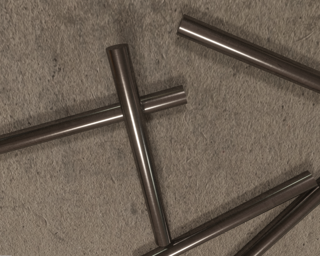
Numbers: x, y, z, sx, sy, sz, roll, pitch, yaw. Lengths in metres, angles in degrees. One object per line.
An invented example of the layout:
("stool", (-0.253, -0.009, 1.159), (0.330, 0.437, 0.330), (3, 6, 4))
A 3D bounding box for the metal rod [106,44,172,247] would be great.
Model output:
("metal rod", (-0.021, 0.041, 0.405), (0.025, 0.025, 0.298), (-10, 117, 3))

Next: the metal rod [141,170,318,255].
("metal rod", (0.089, 0.146, 0.465), (0.300, 0.025, 0.025), (-31, 108, 10))

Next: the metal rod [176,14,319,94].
("metal rod", (0.164, -0.071, 0.385), (0.302, 0.025, 0.025), (20, 109, -8))

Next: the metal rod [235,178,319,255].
("metal rod", (0.180, 0.151, 0.467), (0.025, 0.025, 0.299), (37, 106, -13))

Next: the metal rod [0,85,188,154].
("metal rod", (-0.113, -0.004, 0.406), (0.301, 0.025, 0.025), (-15, 110, 5))
